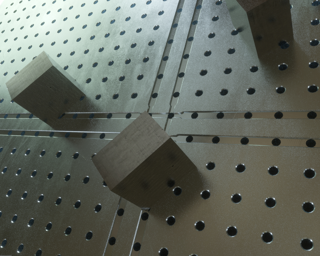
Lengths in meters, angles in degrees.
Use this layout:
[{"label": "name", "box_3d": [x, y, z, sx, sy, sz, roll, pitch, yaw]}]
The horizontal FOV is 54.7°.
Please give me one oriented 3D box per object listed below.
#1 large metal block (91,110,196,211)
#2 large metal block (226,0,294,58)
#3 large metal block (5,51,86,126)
[{"label": "large metal block", "box_3d": [-0.016, 0.040, 0.356, 0.080, 0.080, 0.050, -42, 51, -1]}, {"label": "large metal block", "box_3d": [0.125, -0.154, 0.401, 0.050, 0.080, 0.080, -28, 52, 10]}, {"label": "large metal block", "box_3d": [-0.186, -0.064, 0.507, 0.080, 0.080, 0.050, -41, 51, 0]}]
